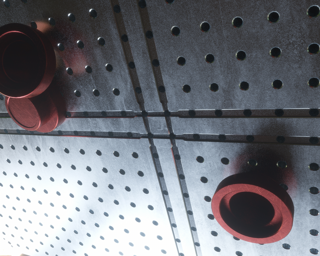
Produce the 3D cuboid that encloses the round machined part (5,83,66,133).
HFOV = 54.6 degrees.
[{"bbox_3d":[-0.200,-0.035,0.486,0.098,0.042,0.097,13,124,21],"label":"round machined part"}]

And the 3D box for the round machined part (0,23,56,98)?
[{"bbox_3d":[-0.186,-0.091,0.428,0.098,0.042,0.097,2,96,15],"label":"round machined part"}]

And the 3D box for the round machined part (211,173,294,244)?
[{"bbox_3d":[0.119,0.097,0.397,0.098,0.042,0.097,13,124,21],"label":"round machined part"}]
